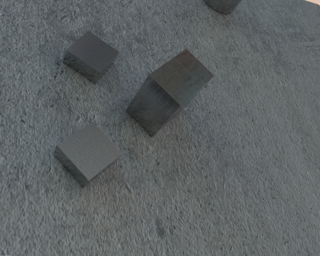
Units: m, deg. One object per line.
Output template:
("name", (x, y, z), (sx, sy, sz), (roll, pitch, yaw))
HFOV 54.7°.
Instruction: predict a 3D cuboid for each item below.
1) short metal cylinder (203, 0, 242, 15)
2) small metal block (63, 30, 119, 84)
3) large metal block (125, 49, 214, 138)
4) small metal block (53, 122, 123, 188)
("short metal cylinder", (0.130, -0.278, 0.627), (0.081, 0.050, 0.080), (14, 56, -21))
("small metal block", (-0.091, -0.094, 0.412), (0.050, 0.025, 0.050), (34, 51, -6))
("large metal block", (0.012, -0.045, 0.402), (0.050, 0.080, 0.080), (45, 51, 3))
("small metal block", (-0.080, 0.029, 0.343), (0.050, 0.025, 0.050), (47, 51, 5))
